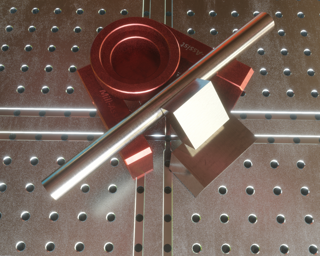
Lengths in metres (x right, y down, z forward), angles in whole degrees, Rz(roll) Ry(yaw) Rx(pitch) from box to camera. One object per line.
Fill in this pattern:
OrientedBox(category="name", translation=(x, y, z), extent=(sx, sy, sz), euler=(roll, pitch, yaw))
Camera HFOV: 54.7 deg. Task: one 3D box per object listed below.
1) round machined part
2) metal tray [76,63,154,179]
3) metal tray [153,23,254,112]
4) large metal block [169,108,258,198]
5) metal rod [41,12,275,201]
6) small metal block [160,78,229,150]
OrientedBox(category="round machined part", translation=(-0.027, -0.075, 0.357), extent=(0.099, 0.042, 0.098), euler=(0, 70, -1))
OrientedBox(category="metal tray", translation=(-0.053, -0.008, 0.379), extent=(0.030, 0.090, 0.130), euler=(-28, 73, -10))
OrientedBox(category="metal tray", translation=(0.046, -0.073, 0.403), extent=(0.130, 0.090, 0.030), euler=(30, 74, 10))
OrientedBox(category="large metal block", translation=(0.059, 0.032, 0.368), extent=(0.080, 0.080, 0.050), euler=(-40, 75, -13))
OrientedBox(category="metal rod", translation=(0.010, -0.032, 0.328), extent=(0.301, 0.025, 0.025), euler=(-39, 75, -13))
OrientedBox(category="small metal block", translation=(0.037, -0.015, 0.317), extent=(0.050, 0.050, 0.025), euler=(-41, 31, -14))
